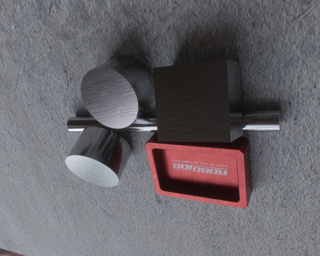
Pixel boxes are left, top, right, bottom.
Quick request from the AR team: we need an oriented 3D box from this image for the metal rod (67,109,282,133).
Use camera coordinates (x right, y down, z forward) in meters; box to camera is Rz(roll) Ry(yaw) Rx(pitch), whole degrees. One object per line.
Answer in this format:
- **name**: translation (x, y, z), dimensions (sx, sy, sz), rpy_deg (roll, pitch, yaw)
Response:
- **metal rod**: translation (-0.002, -0.007, 0.407), dimensions (0.300, 0.025, 0.025), rpy_deg (-1, 118, 28)

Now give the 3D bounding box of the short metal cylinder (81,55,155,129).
- **short metal cylinder**: translation (-0.051, -0.046, 0.391), dimensions (0.080, 0.050, 0.079), rpy_deg (13, 123, 21)

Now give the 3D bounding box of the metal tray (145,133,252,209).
- **metal tray**: translation (0.051, 0.053, 0.410), dimensions (0.130, 0.030, 0.089), rpy_deg (3, 120, 26)

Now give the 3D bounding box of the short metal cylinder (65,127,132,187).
- **short metal cylinder**: translation (-0.088, 0.043, 0.449), dimensions (0.080, 0.050, 0.080), rpy_deg (14, 144, 11)

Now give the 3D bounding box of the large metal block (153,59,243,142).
- **large metal block**: translation (0.042, -0.028, 0.336), dimensions (0.080, 0.050, 0.079), rpy_deg (-1, 97, 28)
